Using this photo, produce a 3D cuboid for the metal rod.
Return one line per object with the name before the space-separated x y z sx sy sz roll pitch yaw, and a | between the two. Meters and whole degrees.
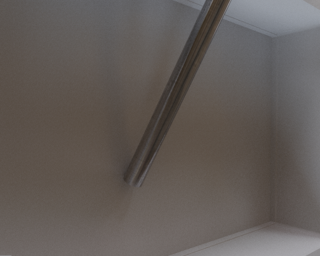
metal rod | 0.029 -0.066 0.348 0.025 0.025 0.298 15 106 -39
